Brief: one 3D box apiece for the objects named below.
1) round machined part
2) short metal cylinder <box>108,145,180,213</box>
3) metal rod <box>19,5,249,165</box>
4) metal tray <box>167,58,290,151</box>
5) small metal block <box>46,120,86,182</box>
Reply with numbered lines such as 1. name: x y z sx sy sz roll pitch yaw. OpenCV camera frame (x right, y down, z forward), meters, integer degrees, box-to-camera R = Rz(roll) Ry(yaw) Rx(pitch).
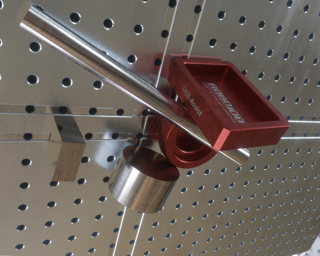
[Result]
1. round machined part: 0.042 0.004 0.428 0.099 0.042 0.097 -14 125 -21
2. short metal cylinder: -0.021 0.065 0.406 0.081 0.080 0.050 14 111 -35
3. metal rod: -0.007 -0.032 0.348 0.301 0.025 0.025 31 101 -26
4. metal tray: 0.075 -0.033 0.363 0.091 0.130 0.030 -4 134 -27
5. small metal block: -0.109 0.025 0.352 0.025 0.050 0.050 8 115 -32
